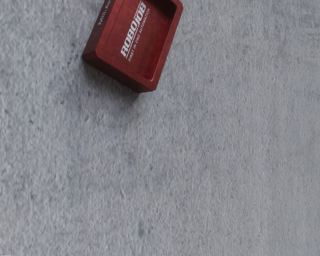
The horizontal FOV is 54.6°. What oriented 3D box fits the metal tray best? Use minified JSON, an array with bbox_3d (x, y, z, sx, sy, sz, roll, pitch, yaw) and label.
[{"bbox_3d":[-0.028,-0.119,0.376,0.090,0.030,0.130,29,72,-36],"label":"metal tray"}]
